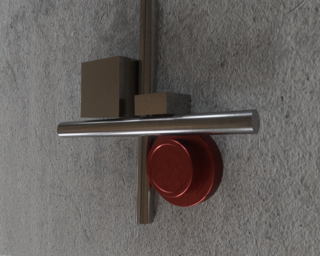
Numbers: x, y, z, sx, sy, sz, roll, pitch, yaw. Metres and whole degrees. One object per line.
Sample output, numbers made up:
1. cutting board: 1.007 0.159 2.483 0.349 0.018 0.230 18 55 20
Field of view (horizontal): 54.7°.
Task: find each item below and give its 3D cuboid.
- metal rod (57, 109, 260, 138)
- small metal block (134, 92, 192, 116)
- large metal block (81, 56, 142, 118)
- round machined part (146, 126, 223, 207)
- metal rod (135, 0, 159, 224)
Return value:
1. metal rod: -0.027 -0.002 0.394 0.300 0.025 0.025 -2 89 35
2. small metal block: 0.004 -0.028 0.385 0.050 0.050 0.025 -2 89 39
3. large metal block: -0.067 -0.054 0.442 0.080 0.050 0.079 1 91 39
4. round machined part: 0.022 0.047 0.374 0.098 0.042 0.097 0 90 39
5. metal rod: -0.018 -0.022 0.419 0.025 0.025 0.298 2 91 39
